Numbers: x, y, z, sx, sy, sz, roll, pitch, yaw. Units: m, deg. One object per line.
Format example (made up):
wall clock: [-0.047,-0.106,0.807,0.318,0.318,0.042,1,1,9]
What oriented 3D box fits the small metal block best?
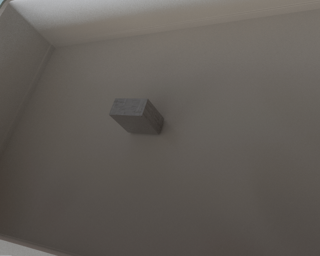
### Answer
small metal block: [-0.030,-0.015,0.409,0.050,0.050,0.025,3,63,29]
